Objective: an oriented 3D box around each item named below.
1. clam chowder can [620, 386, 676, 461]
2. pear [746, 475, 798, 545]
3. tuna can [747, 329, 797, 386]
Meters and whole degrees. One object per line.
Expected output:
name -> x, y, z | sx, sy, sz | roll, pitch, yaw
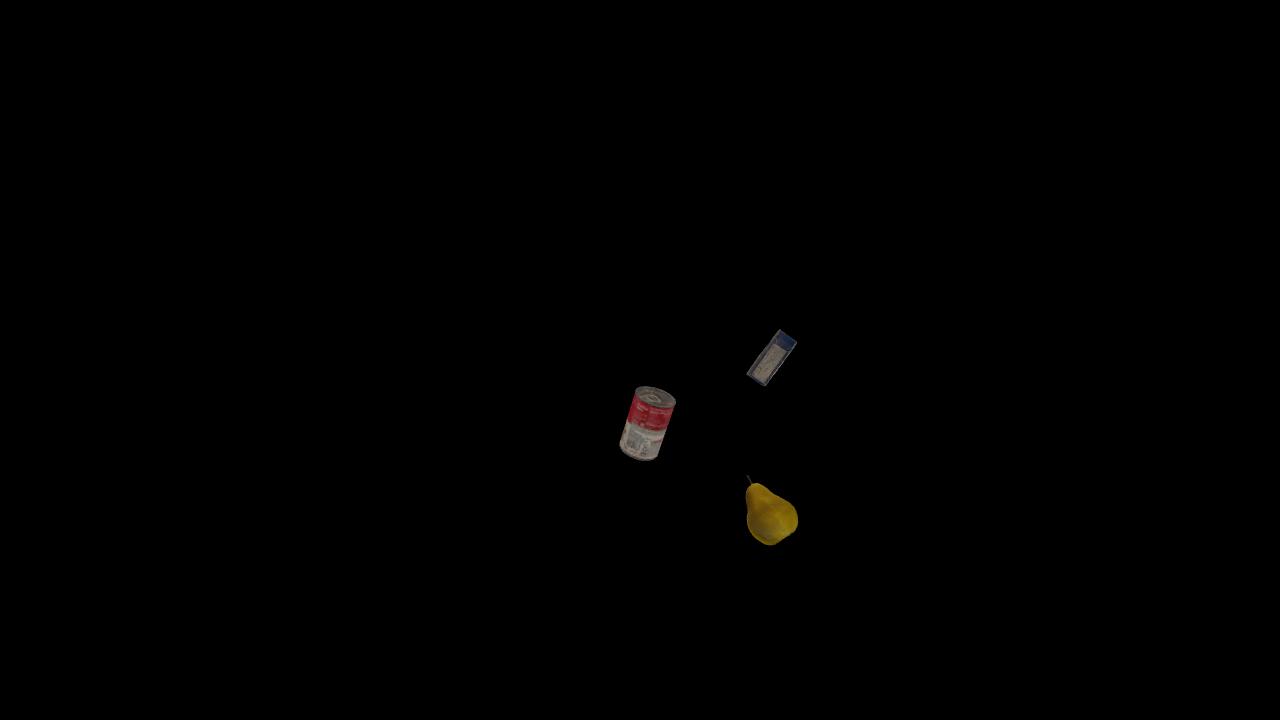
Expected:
clam chowder can -> 0.011, 0.102, 0.989 | 0.068, 0.102, 0.068 | 15, 20, -6
pear -> 0.193, 0.228, 0.956 | 0.080, 0.111, 0.080 | -30, -21, -12
tuna can -> 0.196, -0.003, 0.913 | 0.034, 0.084, 0.084 | 36, 7, 10
